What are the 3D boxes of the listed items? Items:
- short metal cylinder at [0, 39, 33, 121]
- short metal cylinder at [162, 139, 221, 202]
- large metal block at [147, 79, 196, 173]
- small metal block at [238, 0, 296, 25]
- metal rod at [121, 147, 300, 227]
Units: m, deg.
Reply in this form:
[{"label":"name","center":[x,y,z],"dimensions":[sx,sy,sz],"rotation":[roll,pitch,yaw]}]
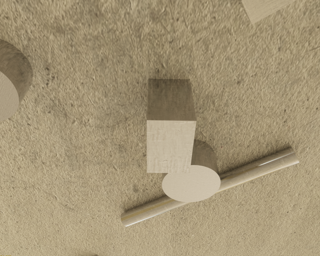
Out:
[{"label":"short metal cylinder","center":[-0.190,-0.053,0.343],"dimensions":[0.081,0.050,0.079],"rotation":[0,130,0]},{"label":"short metal cylinder","center":[0.043,0.062,0.444],"dimensions":[0.081,0.050,0.079],"rotation":[0,130,0]},{"label":"large metal block","center":[0.011,-0.003,0.369],"dimensions":[0.050,0.080,0.079],"rotation":[1,130,-1]},{"label":"small metal block","center":[0.098,-0.128,0.284],"dimensions":[0.050,0.050,0.025],"rotation":[-26,126,20]},{"label":"metal rod","center":[0.066,0.099,0.492],"dimensions":[0.300,0.025,0.025],"rotation":[-26,126,20]}]
